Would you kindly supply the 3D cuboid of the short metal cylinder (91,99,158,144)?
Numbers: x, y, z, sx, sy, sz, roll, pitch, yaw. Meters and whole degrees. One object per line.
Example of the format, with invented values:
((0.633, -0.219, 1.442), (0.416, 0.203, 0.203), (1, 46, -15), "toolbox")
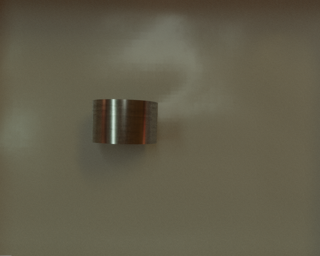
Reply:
((-0.043, -0.007, 0.384), (0.080, 0.080, 0.050), (2, 90, 0), "short metal cylinder")
